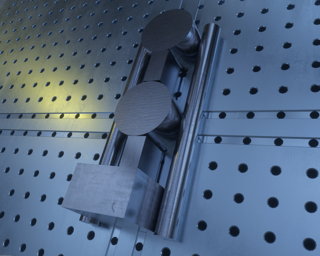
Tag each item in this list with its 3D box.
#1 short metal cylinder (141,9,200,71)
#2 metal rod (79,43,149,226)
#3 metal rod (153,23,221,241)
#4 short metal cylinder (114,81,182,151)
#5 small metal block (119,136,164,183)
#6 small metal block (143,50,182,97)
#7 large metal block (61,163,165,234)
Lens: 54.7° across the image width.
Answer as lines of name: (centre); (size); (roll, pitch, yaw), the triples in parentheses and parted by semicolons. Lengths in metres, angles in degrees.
short metal cylinder: (0.019, -0.129, 0.461); (0.080, 0.050, 0.080); (-13, 56, 21)
metal rod: (-0.052, -0.014, 0.443); (0.025, 0.025, 0.300); (1, 62, 29)
metal rod: (0.041, -0.014, 0.394); (0.025, 0.025, 0.300); (1, 62, 29)
short metal cylinder: (-0.012, -0.014, 0.407); (0.080, 0.050, 0.080); (-13, 56, 21)
small metal block: (-0.022, 0.043, 0.377); (0.025, 0.050, 0.050); (0, 62, 28)
small metal block: (0.005, -0.072, 0.432); (0.025, 0.050, 0.050); (1, 62, 29)
large metal block: (-0.046, 0.080, 0.348); (0.080, 0.080, 0.050); (1, 62, 28)
